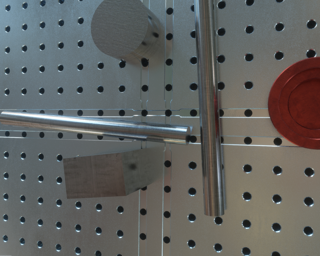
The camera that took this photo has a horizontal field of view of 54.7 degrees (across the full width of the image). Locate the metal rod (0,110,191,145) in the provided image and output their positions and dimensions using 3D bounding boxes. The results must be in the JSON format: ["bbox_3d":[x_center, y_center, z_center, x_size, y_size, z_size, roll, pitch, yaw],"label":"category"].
[{"bbox_3d":[-0.105,-0.003,0.448,0.301,0.025,0.025,5,92,19],"label":"metal rod"}]

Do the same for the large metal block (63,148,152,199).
[{"bbox_3d":[-0.066,0.057,0.405,0.080,0.080,0.050,-7,88,19],"label":"large metal block"}]

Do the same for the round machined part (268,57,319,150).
[{"bbox_3d":[0.172,-0.026,0.343,0.098,0.042,0.097,0,90,19],"label":"round machined part"}]

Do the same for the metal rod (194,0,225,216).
[{"bbox_3d":[0.061,-0.042,0.390,0.025,0.025,0.298,-3,89,19],"label":"metal rod"}]

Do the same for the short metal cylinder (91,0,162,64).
[{"bbox_3d":[-0.044,-0.130,0.414,0.080,0.050,0.079,0,90,19],"label":"short metal cylinder"}]
